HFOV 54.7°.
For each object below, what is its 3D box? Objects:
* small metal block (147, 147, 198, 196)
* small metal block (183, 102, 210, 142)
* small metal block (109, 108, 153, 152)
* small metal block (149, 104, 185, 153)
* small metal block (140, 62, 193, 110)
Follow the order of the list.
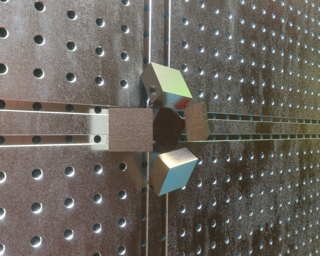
[{"bbox_3d":[0.016,0.057,0.409,0.050,0.025,0.050,-12,133,-40],"label":"small metal block"},{"bbox_3d":[0.053,-0.010,0.440,0.050,0.025,0.050,-29,112,-74],"label":"small metal block"},{"bbox_3d":[-0.035,0.002,0.367,0.050,0.025,0.050,0,90,-6],"label":"small metal block"},{"bbox_3d":[0.002,0.001,0.412,0.050,0.025,0.050,39,66,-34],"label":"small metal block"},{"bbox_3d":[0.008,-0.054,0.401,0.050,0.025,0.050,8,49,-40],"label":"small metal block"}]
